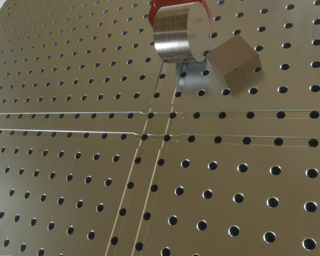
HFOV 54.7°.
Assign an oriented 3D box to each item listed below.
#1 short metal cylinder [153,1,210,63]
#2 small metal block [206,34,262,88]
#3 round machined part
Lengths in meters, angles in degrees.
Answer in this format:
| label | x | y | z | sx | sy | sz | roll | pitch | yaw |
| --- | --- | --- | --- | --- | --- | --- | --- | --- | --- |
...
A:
| label | x | y | z | sx | sy | sz | roll | pitch | yaw |
| --- | --- | --- | --- | --- | --- | --- | --- | --- | --- |
| short metal cylinder | 0.033 | -0.133 | 0.437 | 0.050 | 0.080 | 0.080 | 4 | 64 | 30 |
| small metal block | 0.098 | -0.090 | 0.412 | 0.050 | 0.025 | 0.050 | -32 | 52 | 7 |
| round machined part | 0.024 | -0.199 | 0.507 | 0.098 | 0.042 | 0.098 | -13 | 56 | 21 |
